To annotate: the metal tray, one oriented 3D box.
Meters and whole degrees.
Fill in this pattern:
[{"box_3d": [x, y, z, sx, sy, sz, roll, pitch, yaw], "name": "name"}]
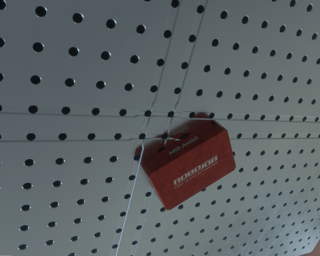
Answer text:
[{"box_3d": [0.047, 0.057, 0.468, 0.131, 0.030, 0.090, -30, 128, -9], "name": "metal tray"}]
